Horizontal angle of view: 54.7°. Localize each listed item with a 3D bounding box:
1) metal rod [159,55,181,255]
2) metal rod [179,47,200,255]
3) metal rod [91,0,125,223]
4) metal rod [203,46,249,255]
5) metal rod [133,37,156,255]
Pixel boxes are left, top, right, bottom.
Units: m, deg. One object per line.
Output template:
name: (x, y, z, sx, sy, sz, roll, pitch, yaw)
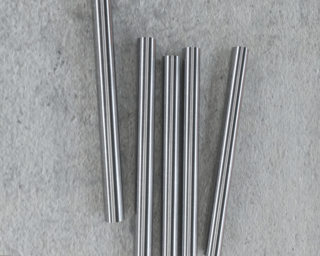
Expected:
metal rod: (0.013, 0.055, 0.415, 0.025, 0.025, 0.298, 1, 90, -20)
metal rod: (0.041, 0.041, 0.425, 0.025, 0.025, 0.298, 1, 90, -20)
metal rod: (-0.065, -0.034, 0.385, 0.025, 0.025, 0.298, -4, 91, -20)
metal rod: (0.095, 0.032, 0.445, 0.025, 0.025, 0.298, 10, 87, -20)
metal rod: (-0.020, 0.034, 0.402, 0.025, 0.025, 0.298, 1, 90, -20)
